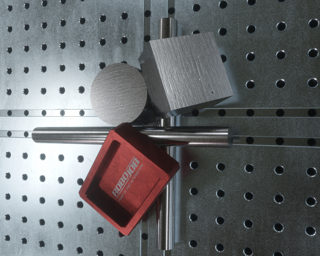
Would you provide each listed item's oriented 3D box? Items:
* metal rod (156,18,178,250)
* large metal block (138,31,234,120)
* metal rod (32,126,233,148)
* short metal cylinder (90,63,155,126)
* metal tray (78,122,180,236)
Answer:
[{"bbox_3d":[0.009,0.008,0.409,0.025,0.025,0.298,1,91,20],"label":"metal rod"},{"bbox_3d":[0.029,-0.061,0.368,0.081,0.050,0.080,-15,84,-21],"label":"large metal block"},{"bbox_3d":[-0.055,0.011,0.414,0.300,0.025,0.025,0,90,27],"label":"metal rod"},{"bbox_3d":[-0.045,-0.043,0.415,0.080,0.050,0.079,0,90,20],"label":"short metal cylinder"},{"bbox_3d":[-0.044,0.068,0.398,0.090,0.030,0.129,38,123,10],"label":"metal tray"}]
